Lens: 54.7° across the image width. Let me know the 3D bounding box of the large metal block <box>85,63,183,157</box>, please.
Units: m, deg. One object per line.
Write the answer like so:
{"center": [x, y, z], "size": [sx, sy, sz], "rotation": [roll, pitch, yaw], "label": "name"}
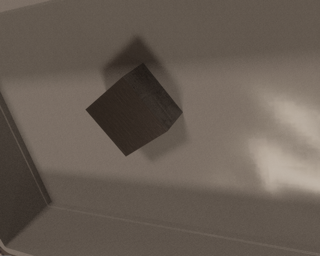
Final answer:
{"center": [-0.033, -0.022, 0.395], "size": [0.080, 0.050, 0.080], "rotation": [-33, 101, 38], "label": "large metal block"}
